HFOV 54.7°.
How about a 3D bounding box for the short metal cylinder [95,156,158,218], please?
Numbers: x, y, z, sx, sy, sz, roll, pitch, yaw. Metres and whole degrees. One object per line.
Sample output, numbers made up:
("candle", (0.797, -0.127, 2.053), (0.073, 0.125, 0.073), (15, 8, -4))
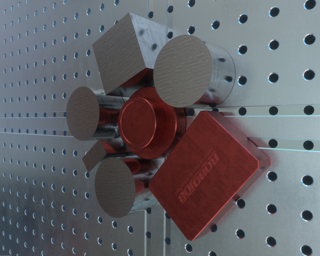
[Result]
("short metal cylinder", (-0.045, 0.079, 0.430), (0.080, 0.050, 0.080), (0, 90, 40))

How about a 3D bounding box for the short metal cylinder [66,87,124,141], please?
("short metal cylinder", (-0.098, -0.021, 0.473), (0.080, 0.050, 0.080), (0, 90, 40))

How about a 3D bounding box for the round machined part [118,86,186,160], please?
("round machined part", (-0.018, -0.007, 0.412), (0.098, 0.042, 0.097), (0, 90, 40))

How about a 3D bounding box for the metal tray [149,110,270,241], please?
("metal tray", (0.051, 0.055, 0.363), (0.090, 0.030, 0.129), (48, 118, 29))

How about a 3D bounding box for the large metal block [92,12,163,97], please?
("large metal block", (-0.041, -0.096, 0.427), (0.080, 0.050, 0.080), (-27, 73, 37))

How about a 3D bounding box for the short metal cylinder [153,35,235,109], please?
("short metal cylinder", (0.039, -0.062, 0.360), (0.080, 0.050, 0.080), (0, 90, 40))

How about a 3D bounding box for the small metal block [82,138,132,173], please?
("small metal block", (-0.077, 0.040, 0.456), (0.050, 0.050, 0.025), (-45, 63, 31))
